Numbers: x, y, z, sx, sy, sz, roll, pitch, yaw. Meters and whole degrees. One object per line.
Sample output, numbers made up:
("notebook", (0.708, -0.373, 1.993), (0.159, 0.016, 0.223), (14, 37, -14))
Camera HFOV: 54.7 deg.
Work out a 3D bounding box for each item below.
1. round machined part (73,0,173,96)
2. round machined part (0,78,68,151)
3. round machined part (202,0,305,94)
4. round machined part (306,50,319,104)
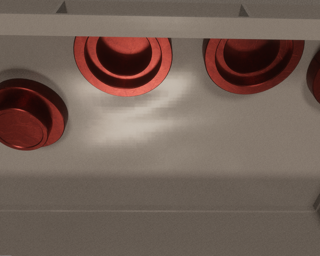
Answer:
("round machined part", (-0.037, -0.085, 0.325), (0.099, 0.042, 0.097), (-1, 130, 0))
("round machined part", (-0.170, -0.009, 0.387), (0.099, 0.042, 0.097), (-1, 130, 0))
("round machined part", (0.094, -0.087, 0.325), (0.099, 0.042, 0.097), (-1, 130, 0))
("round machined part", (0.225, -0.058, 0.352), (0.099, 0.042, 0.097), (-1, 130, 0))
